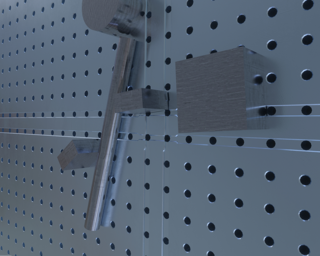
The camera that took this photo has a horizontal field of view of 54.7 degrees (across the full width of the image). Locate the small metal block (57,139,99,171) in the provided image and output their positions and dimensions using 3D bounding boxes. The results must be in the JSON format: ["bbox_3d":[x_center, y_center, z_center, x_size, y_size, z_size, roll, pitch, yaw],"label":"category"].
[{"bbox_3d":[-0.126,0.042,0.494,0.050,0.050,0.025,-43,65,31],"label":"small metal block"}]

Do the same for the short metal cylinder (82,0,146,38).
[{"bbox_3d":[-0.067,-0.175,0.446,0.080,0.050,0.079,0,90,39],"label":"short metal cylinder"}]

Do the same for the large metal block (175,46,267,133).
[{"bbox_3d":[0.066,-0.036,0.338,0.080,0.050,0.080,-4,88,39],"label":"large metal block"}]

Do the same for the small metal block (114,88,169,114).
[{"bbox_3d":[-0.025,-0.034,0.412,0.050,0.050,0.025,-7,86,39],"label":"small metal block"}]

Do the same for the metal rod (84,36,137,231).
[{"bbox_3d":[-0.077,0.015,0.470,0.025,0.025,0.298,20,103,38],"label":"metal rod"}]
